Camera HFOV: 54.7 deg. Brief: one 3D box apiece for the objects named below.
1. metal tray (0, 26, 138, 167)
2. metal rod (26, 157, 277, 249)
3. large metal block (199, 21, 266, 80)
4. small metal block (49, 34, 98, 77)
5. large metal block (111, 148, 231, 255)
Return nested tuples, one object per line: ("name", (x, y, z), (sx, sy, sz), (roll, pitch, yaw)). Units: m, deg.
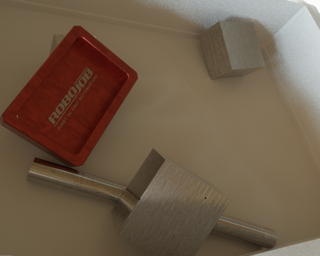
("metal tray", (-0.093, -0.034, 0.337), (0.090, 0.030, 0.130), (38, 66, -22))
("metal rod", (0.006, 0.092, 0.354), (0.302, 0.025, 0.025), (20, 54, -17))
("large metal block", (0.122, -0.131, 0.524), (0.081, 0.050, 0.080), (-12, 86, -33))
("small metal block", (-0.108, -0.089, 0.387), (0.050, 0.050, 0.025), (-7, 65, -32))
("large metal block", (0.009, 0.079, 0.313), (0.080, 0.050, 0.080), (33, 89, -17))
